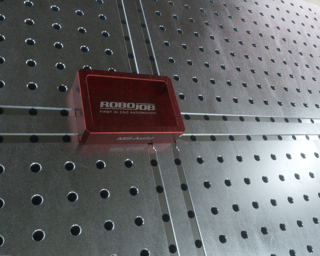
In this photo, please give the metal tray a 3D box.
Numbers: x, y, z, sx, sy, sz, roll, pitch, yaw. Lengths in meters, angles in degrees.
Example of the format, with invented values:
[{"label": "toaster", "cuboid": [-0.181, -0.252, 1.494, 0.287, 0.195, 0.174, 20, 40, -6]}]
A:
[{"label": "metal tray", "cuboid": [-0.039, -0.027, 0.399, 0.131, 0.030, 0.090, 0, 62, -28]}]
